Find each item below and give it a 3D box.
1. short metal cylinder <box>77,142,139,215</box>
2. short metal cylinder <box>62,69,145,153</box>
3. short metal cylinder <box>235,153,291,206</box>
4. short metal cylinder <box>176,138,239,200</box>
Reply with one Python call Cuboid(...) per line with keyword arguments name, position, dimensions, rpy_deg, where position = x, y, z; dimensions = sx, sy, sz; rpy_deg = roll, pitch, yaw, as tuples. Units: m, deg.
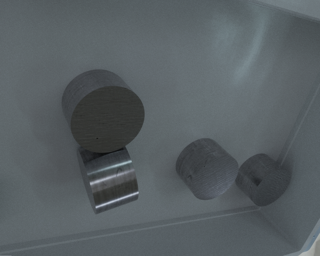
Cuboid(name="short metal cylinder", position=(-0.064, 0.057, 0.374), dimensions=(0.050, 0.080, 0.079), rpy_deg=(-16, 125, -20))
Cuboid(name="short metal cylinder", position=(-0.064, -0.019, 0.347), dimensions=(0.081, 0.050, 0.079), rpy_deg=(-14, 125, -21))
Cuboid(name="short metal cylinder", position=(0.183, 0.092, 0.553), dimensions=(0.081, 0.050, 0.079), rpy_deg=(-14, 125, -21))
Cuboid(name="short metal cylinder", position=(0.071, 0.062, 0.472), dimensions=(0.081, 0.050, 0.079), rpy_deg=(-14, 125, -21))
